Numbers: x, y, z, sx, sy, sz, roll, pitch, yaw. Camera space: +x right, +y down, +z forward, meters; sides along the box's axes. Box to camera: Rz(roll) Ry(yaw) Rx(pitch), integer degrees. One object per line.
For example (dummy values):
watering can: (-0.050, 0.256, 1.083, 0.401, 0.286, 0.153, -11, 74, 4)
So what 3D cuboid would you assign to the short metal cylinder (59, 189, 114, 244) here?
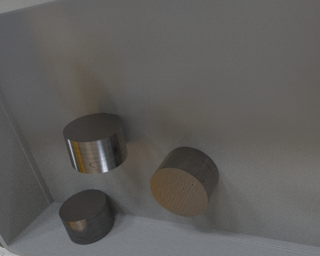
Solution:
short metal cylinder: (-0.125, 0.151, 0.533, 0.080, 0.080, 0.050, 1, 119, 28)

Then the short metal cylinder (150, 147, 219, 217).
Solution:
short metal cylinder: (0.034, 0.072, 0.419, 0.080, 0.050, 0.079, 13, 124, 21)

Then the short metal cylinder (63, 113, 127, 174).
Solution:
short metal cylinder: (-0.088, 0.020, 0.432, 0.080, 0.080, 0.050, 9, 122, 23)
